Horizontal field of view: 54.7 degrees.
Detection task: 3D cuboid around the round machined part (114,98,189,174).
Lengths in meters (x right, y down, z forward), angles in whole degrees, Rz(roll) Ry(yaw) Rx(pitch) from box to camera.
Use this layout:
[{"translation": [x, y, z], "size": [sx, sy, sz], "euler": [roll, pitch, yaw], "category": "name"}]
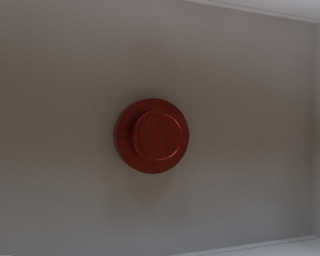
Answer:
[{"translation": [-0.007, 0.010, 0.396], "size": [0.099, 0.042, 0.097], "euler": [0, 90, -21], "category": "round machined part"}]
